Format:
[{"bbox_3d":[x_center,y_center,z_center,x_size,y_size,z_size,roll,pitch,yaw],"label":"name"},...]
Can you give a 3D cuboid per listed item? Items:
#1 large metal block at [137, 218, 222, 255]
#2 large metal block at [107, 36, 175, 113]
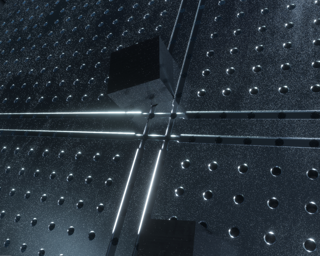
[{"bbox_3d":[0.019,0.133,0.282,0.050,0.080,0.080,-5,59,26],"label":"large metal block"},{"bbox_3d":[-0.027,-0.078,0.455,0.080,0.050,0.080,-14,56,20],"label":"large metal block"}]
